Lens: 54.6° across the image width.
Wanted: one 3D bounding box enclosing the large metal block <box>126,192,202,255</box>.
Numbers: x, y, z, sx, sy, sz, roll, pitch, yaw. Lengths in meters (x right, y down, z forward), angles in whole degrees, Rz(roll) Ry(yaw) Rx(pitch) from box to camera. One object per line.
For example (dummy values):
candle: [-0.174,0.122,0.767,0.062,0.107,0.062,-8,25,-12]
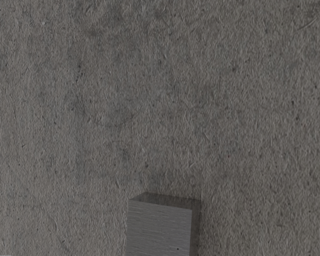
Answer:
large metal block: [0.005,0.131,0.394,0.080,0.050,0.080,4,91,20]
